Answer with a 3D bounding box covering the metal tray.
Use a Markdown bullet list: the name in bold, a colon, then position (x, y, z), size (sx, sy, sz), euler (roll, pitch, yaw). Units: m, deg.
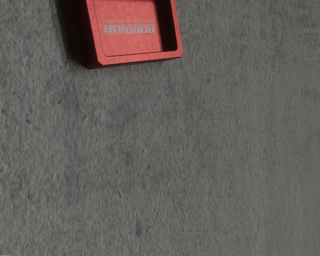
- **metal tray**: position (-0.034, -0.123, 0.374), size (0.131, 0.030, 0.089), euler (-17, 101, -39)
